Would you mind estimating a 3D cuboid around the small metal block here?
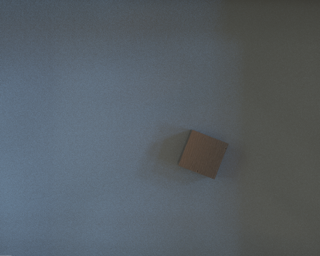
[{"bbox_3d":[0.056,0.034,0.412,0.050,0.025,0.050,21,90,-1],"label":"small metal block"}]
